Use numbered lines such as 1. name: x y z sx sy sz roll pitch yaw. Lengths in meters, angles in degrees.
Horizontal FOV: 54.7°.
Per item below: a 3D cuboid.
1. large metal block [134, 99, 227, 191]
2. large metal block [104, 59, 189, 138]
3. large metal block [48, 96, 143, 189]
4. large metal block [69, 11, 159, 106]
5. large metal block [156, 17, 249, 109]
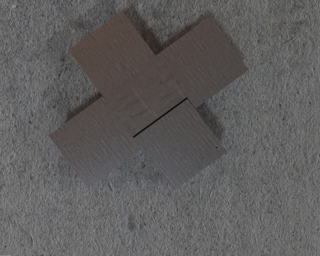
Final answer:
1. large metal block: 0.025 0.020 0.398 0.080 0.050 0.080 -36 90 0
2. large metal block: -0.015 -0.033 0.383 0.080 0.080 0.050 -36 90 0
3. large metal block: -0.078 0.017 0.397 0.080 0.050 0.080 -36 90 0
4. large metal block: -0.054 -0.085 0.397 0.080 0.050 0.080 -36 90 0
5. large metal block: 0.051 -0.079 0.398 0.080 0.050 0.080 -36 90 0
